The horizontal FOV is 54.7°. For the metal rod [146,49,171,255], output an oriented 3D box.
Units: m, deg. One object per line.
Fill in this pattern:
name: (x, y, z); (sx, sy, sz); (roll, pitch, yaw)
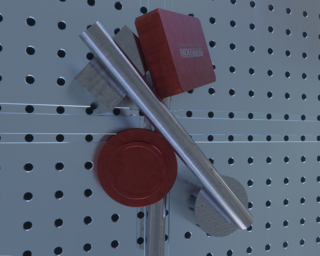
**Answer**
metal rod: (-0.001, 0.020, 0.413); (0.025, 0.025, 0.298); (3, 89, -20)

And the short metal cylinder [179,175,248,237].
short metal cylinder: (0.073, 0.102, 0.428); (0.081, 0.050, 0.079); (0, 90, -21)

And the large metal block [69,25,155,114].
large metal block: (-0.058, -0.064, 0.363); (0.050, 0.080, 0.080); (43, 76, -15)

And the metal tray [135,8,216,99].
metal tray: (0.026, -0.090, 0.378); (0.131, 0.030, 0.089); (-27, 102, -61)

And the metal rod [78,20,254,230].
metal rod: (0.021, 0.013, 0.346); (0.025, 0.025, 0.300); (-45, 112, -14)

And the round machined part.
round machined part: (-0.027, 0.049, 0.378); (0.099, 0.042, 0.097); (0, 90, -3)
